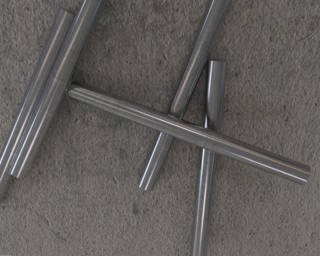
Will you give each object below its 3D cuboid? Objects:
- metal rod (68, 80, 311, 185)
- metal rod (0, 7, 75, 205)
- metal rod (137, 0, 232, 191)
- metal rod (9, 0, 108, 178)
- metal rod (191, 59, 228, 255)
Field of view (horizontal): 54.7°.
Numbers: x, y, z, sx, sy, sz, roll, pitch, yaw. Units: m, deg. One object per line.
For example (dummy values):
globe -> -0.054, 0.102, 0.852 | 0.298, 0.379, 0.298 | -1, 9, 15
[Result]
metal rod -> 0.031, 0.004, 0.379 | 0.301, 0.025, 0.025 | 20, 109, 5
metal rod -> -0.175, -0.011, 0.403 | 0.025, 0.025, 0.298 | 27, 108, -10
metal rod -> 0.031, -0.050, 0.391 | 0.025, 0.025, 0.298 | 19, 109, -7
metal rod -> -0.117, -0.064, 0.370 | 0.025, 0.025, 0.298 | 27, 108, -10
metal rod -> 0.065, 0.056, 0.430 | 0.025, 0.025, 0.298 | 2, 110, -1
